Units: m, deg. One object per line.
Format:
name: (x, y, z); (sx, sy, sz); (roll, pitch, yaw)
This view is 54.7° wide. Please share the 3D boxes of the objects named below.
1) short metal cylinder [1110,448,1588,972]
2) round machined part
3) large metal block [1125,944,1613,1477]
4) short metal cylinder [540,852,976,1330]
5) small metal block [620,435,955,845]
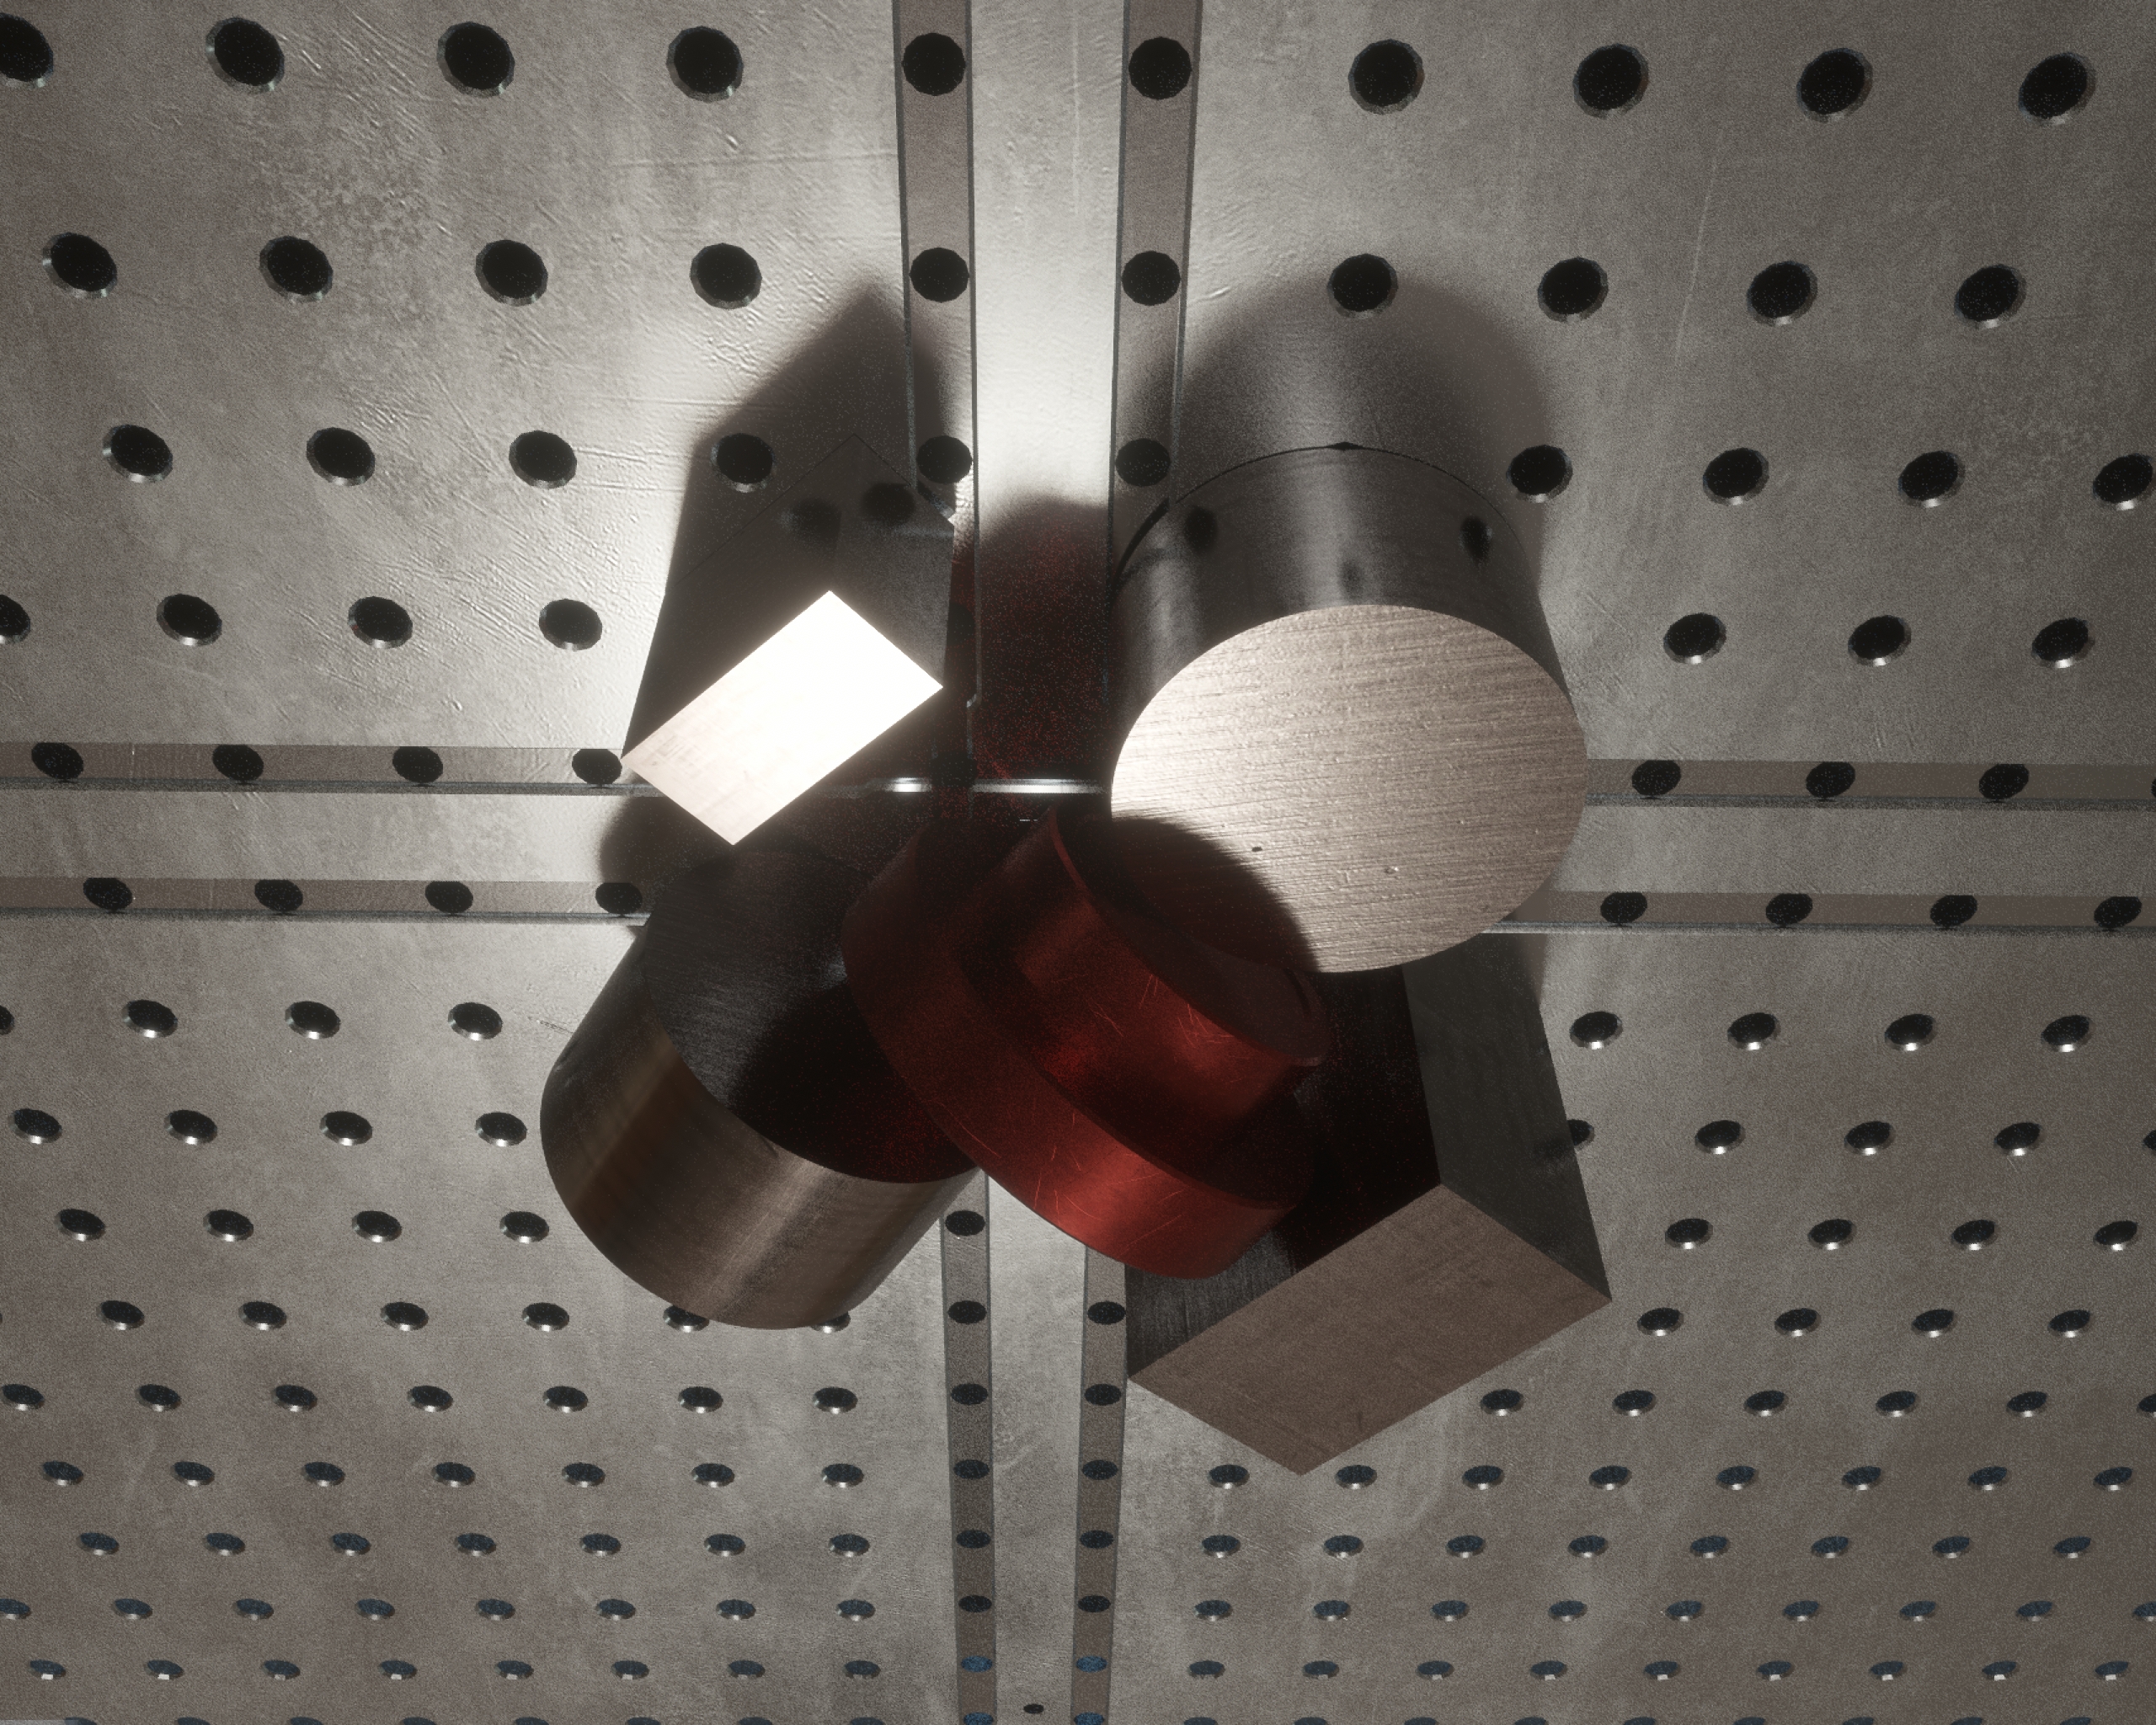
short metal cylinder: (0.046, -0.026, 0.373); (0.081, 0.050, 0.079); (0, 130, 0)
round machined part: (0.008, 0.025, 0.386); (0.098, 0.098, 0.042); (34, 110, -26)
large metal block: (0.056, 0.067, 0.434); (0.050, 0.080, 0.080); (36, 121, -27)
short metal cylinder: (-0.058, 0.044, 0.412); (0.080, 0.080, 0.050); (25, 126, -20)
small metal block: (-0.049, -0.039, 0.361); (0.050, 0.050, 0.025); (-34, 122, 25)
